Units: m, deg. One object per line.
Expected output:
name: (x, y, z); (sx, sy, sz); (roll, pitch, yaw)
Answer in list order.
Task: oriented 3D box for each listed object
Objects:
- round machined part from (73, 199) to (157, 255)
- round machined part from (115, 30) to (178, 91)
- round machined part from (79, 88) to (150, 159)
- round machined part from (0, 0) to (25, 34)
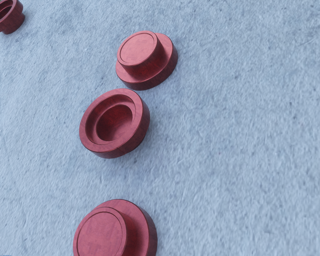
round machined part: (-0.056, 0.126, 0.344); (0.098, 0.042, 0.098); (-13, 56, 20)
round machined part: (-0.026, -0.109, 0.472); (0.098, 0.042, 0.098); (-13, 56, 20)
round machined part: (-0.057, -0.002, 0.423); (0.098, 0.042, 0.098); (-13, 56, 20)
round machined part: (-0.367, -0.265, 0.744); (0.098, 0.042, 0.098); (-13, 56, 20)
